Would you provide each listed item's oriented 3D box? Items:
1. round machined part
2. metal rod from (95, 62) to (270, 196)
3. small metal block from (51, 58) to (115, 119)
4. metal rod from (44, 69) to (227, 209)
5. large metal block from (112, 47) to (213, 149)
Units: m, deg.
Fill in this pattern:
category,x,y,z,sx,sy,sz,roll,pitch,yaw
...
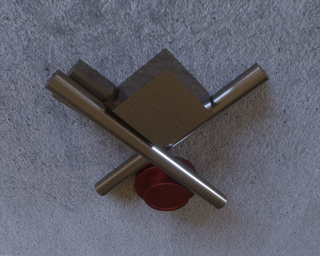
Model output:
category,x,y,z,sx,sy,sz,roll,pitch,yaw
round machined part,0.010,0.091,0.474,0.099,0.042,0.097,-1,130,0
metal rod,0.013,0.015,0.424,0.299,0.025,0.025,-37,121,27
small metal block,-0.091,-0.046,0.370,0.050,0.025,0.050,35,121,-27
metal rod,-0.012,0.030,0.400,0.025,0.025,0.301,-36,122,26
large metal block,0.003,-0.033,0.366,0.080,0.050,0.080,-34,123,25
